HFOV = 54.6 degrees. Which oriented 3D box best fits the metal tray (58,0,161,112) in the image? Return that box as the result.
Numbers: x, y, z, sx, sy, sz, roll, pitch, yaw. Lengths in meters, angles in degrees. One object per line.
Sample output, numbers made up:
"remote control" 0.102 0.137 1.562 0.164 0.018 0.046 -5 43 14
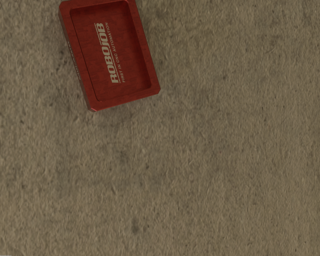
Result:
"metal tray" -0.061 -0.093 0.383 0.091 0.030 0.129 -18 96 -19
